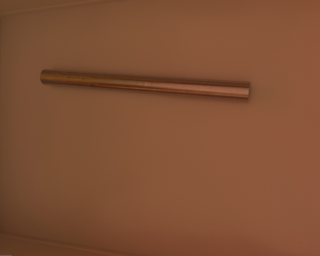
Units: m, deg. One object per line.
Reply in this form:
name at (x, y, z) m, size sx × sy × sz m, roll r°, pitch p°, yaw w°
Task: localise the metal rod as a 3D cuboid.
metal rod at (-0.033, -0.060, 0.422) m, size 0.301 × 0.025 × 0.025 m, roll 7°, pitch 93°, yaw 19°
